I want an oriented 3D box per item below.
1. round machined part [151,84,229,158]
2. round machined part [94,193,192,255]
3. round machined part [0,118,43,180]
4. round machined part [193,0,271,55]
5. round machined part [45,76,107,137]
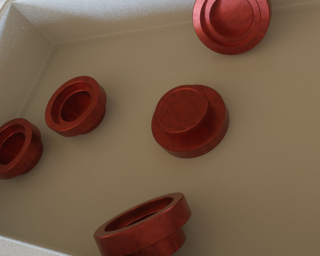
[{"bbox_3d":[0.033,-0.015,0.387,0.098,0.042,0.098,-13,56,21],"label":"round machined part"},{"bbox_3d":[-0.013,0.106,0.313,0.098,0.098,0.042,-24,88,14],"label":"round machined part"},{"bbox_3d":[-0.228,0.036,0.492,0.098,0.042,0.098,-13,56,21],"label":"round machined part"},{"bbox_3d":[0.096,-0.150,0.409,0.098,0.097,0.042,-2,32,27],"label":"round machined part"},{"bbox_3d":[-0.124,-0.029,0.478,0.098,0.042,0.098,-13,56,21],"label":"round machined part"}]
